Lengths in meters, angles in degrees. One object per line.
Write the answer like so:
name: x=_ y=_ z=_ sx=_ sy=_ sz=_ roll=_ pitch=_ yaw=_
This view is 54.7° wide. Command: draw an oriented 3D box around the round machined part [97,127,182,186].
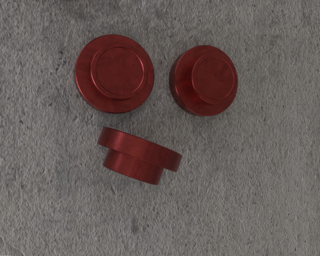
round machined part: x=-0.027 y=0.036 z=0.360 sx=0.099 sy=0.098 sz=0.042 roll=22 pitch=83 yaw=-19

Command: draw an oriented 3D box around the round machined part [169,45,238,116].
round machined part: x=0.066 y=-0.065 z=0.424 sx=0.099 sy=0.042 sz=0.097 roll=0 pitch=90 yaw=-20

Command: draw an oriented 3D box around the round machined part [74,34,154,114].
round machined part: x=-0.053 y=-0.066 z=0.380 sx=0.099 sy=0.042 sz=0.097 roll=0 pitch=90 yaw=-20
